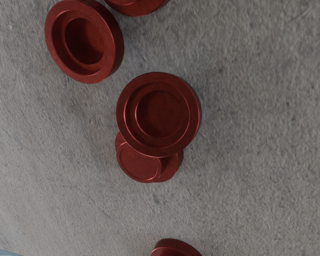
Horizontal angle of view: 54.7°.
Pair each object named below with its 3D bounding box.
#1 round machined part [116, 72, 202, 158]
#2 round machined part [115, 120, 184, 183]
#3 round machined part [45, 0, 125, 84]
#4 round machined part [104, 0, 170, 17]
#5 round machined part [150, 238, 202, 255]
[{"bbox_3d":[0.001,-0.017,0.369,0.098,0.042,0.097,2,98,15],"label":"round machined part"},{"bbox_3d":[-0.021,0.037,0.428,0.098,0.042,0.097,13,124,20],"label":"round machined part"},{"bbox_3d":[-0.085,-0.106,0.373,0.098,0.042,0.097,13,124,20],"label":"round machined part"},{"bbox_3d":[-0.031,-0.162,0.311,0.098,0.042,0.097,13,124,20],"label":"round machined part"},{"bbox_3d":[0.027,0.240,0.529,0.098,0.042,0.097,13,124,20],"label":"round machined part"}]
